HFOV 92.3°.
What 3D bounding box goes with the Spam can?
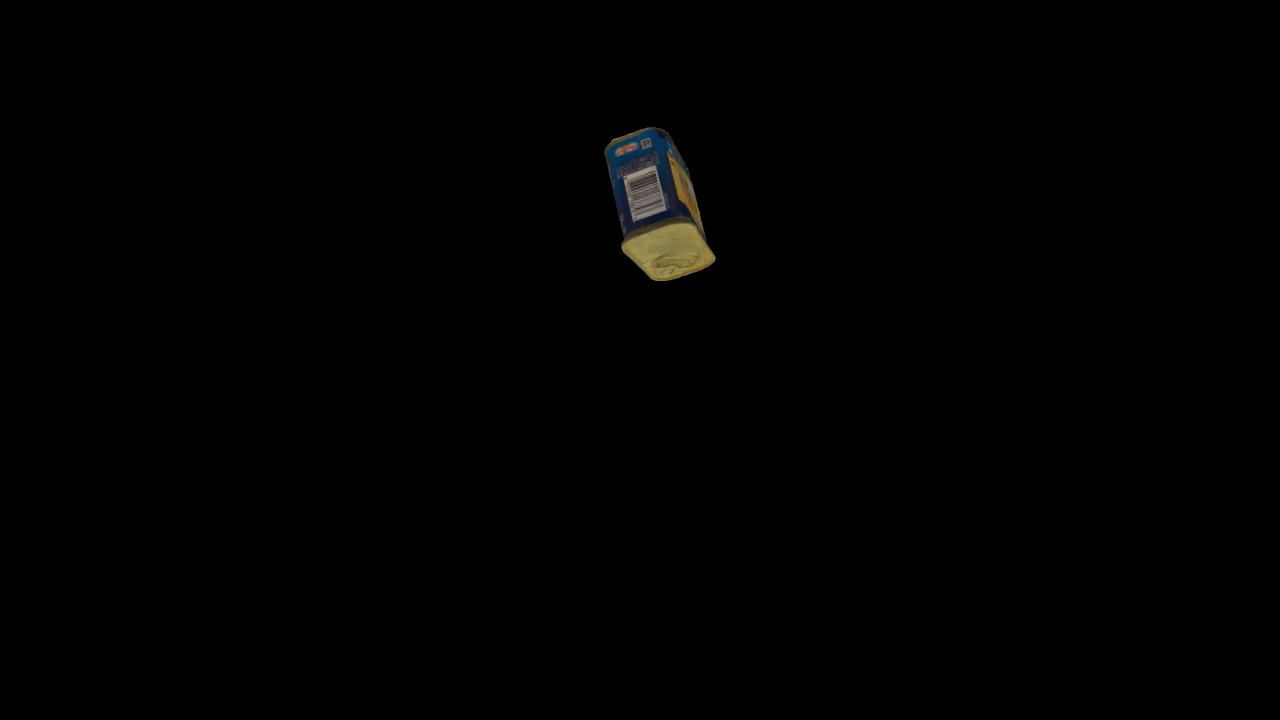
[{"bbox_3d":[0.016,-0.121,0.489,0.058,0.085,0.101,-16,-15,15],"label":"Spam can"}]
